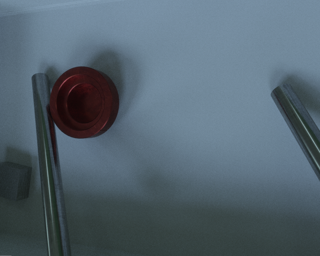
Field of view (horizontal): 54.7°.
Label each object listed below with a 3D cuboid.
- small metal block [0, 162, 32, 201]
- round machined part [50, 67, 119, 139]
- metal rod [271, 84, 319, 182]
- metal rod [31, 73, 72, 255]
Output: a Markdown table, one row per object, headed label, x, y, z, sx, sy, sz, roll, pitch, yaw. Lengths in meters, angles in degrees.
| label | x | y | z | sx | sy | sz | roll | pitch | yaw |
| --- | --- | --- | --- | --- | --- | --- | --- | --- | --- |
| small metal block | -0.235 | 0.083 | 0.491 | 0.050 | 0.025 | 0.050 | 9 | 93 | 19 |
| round machined part | -0.101 | -0.034 | 0.436 | 0.098 | 0.042 | 0.097 | 0 | 90 | 19 |
| metal rod | 0.177 | 0.077 | 0.281 | 0.025 | 0.025 | 0.299 | -28 | 55 | 17 |
| metal rod | -0.143 | 0.047 | 0.401 | 0.025 | 0.025 | 0.299 | -29 | 59 | 17 |
